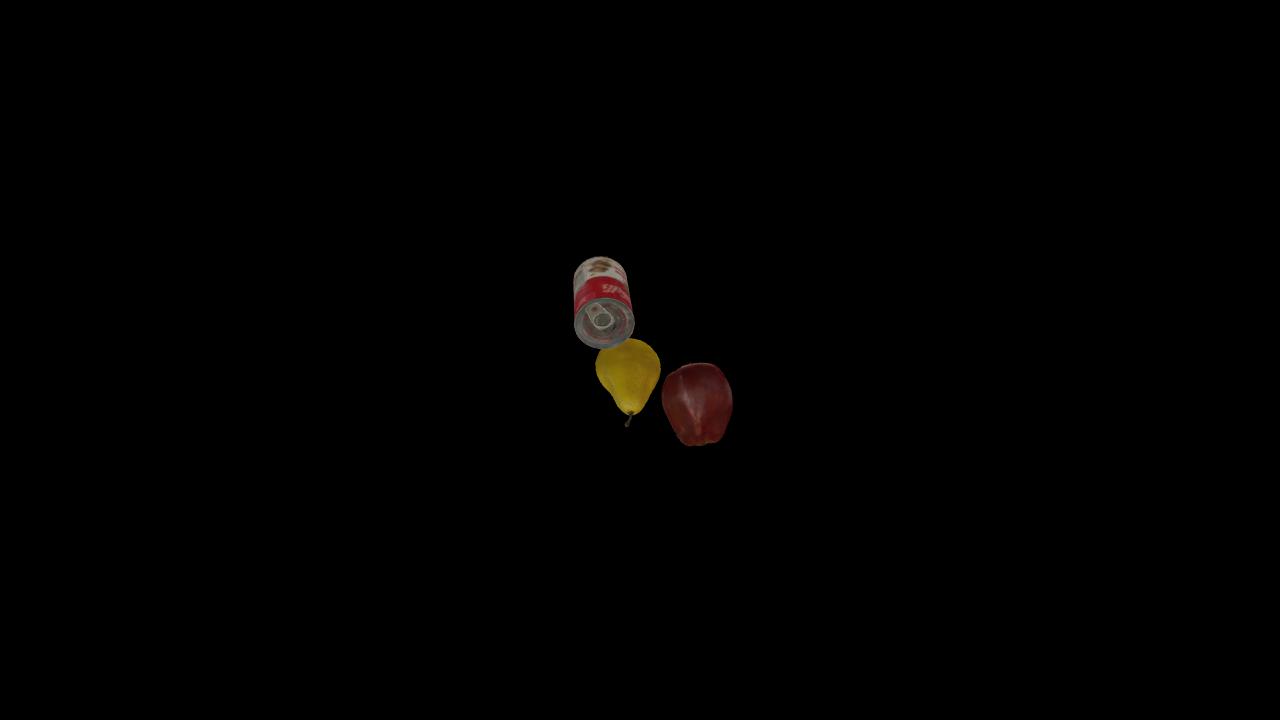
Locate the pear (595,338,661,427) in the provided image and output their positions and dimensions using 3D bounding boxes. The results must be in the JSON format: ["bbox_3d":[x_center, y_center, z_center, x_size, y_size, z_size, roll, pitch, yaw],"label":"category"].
[{"bbox_3d":[-0.009,0.029,0.732,0.080,0.111,0.080,-11,-29,-6],"label":"pear"}]

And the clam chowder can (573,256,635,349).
[{"bbox_3d":[-0.044,-0.069,0.718,0.068,0.068,0.102,0,36,-8],"label":"clam chowder can"}]

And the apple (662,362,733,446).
[{"bbox_3d":[0.064,0.046,0.673,0.079,0.093,0.079,-9,-15,-3],"label":"apple"}]
